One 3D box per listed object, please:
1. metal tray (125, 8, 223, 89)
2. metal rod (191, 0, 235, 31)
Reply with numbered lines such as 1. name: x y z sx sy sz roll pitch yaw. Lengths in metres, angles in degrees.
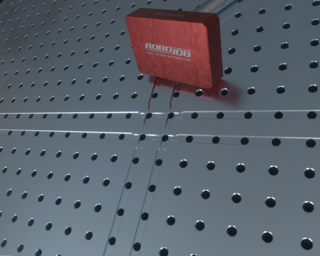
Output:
1. metal tray: 0.019 -0.110 0.420 0.130 0.089 0.030 20 48 35
2. metal rod: 0.123 -0.217 0.475 0.300 0.025 0.025 -35 52 4
